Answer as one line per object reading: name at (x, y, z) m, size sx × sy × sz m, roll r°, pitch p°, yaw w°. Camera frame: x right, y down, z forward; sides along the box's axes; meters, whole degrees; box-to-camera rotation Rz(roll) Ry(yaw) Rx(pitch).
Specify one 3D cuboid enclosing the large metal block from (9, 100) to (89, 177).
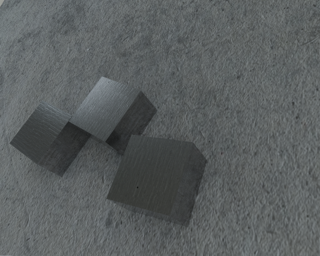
large metal block at (-0.162, 0.014, 0.464) m, size 0.080 × 0.050 × 0.080 m, roll 23°, pitch 74°, yaw 36°

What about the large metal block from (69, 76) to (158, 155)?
large metal block at (-0.065, -0.017, 0.433) m, size 0.080 × 0.050 × 0.080 m, roll 24°, pitch 75°, yaw 36°

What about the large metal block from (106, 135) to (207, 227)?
large metal block at (-0.002, 0.058, 0.353) m, size 0.080 × 0.050 × 0.080 m, roll 6°, pitch 65°, yaw 31°
